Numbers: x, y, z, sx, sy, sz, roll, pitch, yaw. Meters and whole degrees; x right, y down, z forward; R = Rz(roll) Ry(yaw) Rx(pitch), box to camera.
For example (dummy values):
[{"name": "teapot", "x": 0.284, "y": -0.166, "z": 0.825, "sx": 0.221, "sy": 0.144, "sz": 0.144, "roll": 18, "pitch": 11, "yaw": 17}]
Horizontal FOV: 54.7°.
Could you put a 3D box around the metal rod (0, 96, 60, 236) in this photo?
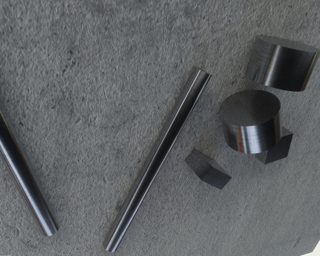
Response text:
[{"name": "metal rod", "x": -0.162, "y": 0.011, "z": 0.324, "sx": 0.025, "sy": 0.025, "sz": 0.298, "roll": -20, "pitch": 126, "yaw": -17}]

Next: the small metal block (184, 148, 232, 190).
[{"name": "small metal block", "x": 0.073, "y": 0.062, "z": 0.469, "sx": 0.050, "sy": 0.050, "sz": 0.025, "roll": 30, "pitch": 102, "yaw": -38}]

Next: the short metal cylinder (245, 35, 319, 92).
[{"name": "short metal cylinder", "x": 0.158, "y": -0.086, "z": 0.405, "sx": 0.081, "sy": 0.080, "sz": 0.050, "roll": -3, "pitch": 120, "yaw": -27}]

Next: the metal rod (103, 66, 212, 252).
[{"name": "metal rod", "x": -0.011, "y": 0.055, "z": 0.434, "sx": 0.025, "sy": 0.025, "sz": 0.298, "roll": 15, "pitch": 110, "yaw": -35}]

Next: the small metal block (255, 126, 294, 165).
[{"name": "small metal block", "x": 0.196, "y": 0.030, "z": 0.532, "sx": 0.050, "sy": 0.025, "sz": 0.050, "roll": -14, "pitch": 124, "yaw": -21}]

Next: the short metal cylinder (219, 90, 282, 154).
[{"name": "short metal cylinder", "x": 0.127, "y": -0.010, "z": 0.434, "sx": 0.080, "sy": 0.080, "sz": 0.050, "roll": -28, "pitch": 128, "yaw": -11}]
